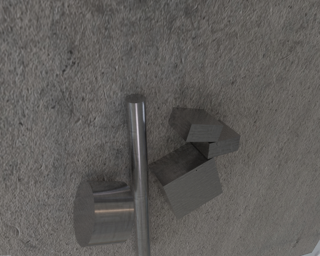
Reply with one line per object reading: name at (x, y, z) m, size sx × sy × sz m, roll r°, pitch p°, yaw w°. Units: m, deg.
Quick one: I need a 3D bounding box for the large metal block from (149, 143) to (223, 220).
large metal block at (0.040, 0.076, 0.460) m, size 0.080 × 0.050 × 0.080 m, roll -29°, pitch 129°, yaw -10°

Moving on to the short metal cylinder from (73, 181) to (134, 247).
short metal cylinder at (-0.074, 0.108, 0.398) m, size 0.050 × 0.080 × 0.079 m, roll 7°, pitch 115°, yaw -32°

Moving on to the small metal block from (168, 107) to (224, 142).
small metal block at (0.047, -0.005, 0.414) m, size 0.050 × 0.050 × 0.025 m, roll 2°, pitch 117°, yaw -29°

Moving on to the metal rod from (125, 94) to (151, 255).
metal rod at (-0.028, 0.091, 0.447) m, size 0.025 × 0.025 × 0.298 m, roll -14°, pitch 124°, yaw -21°

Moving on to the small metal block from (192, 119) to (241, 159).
small metal block at (0.077, 0.015, 0.442) m, size 0.050 × 0.050 × 0.025 m, roll -12°, pitch 123°, yaw -22°
